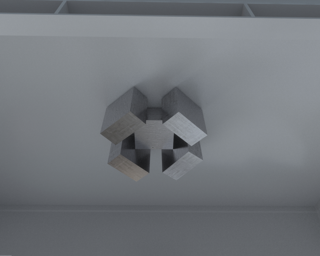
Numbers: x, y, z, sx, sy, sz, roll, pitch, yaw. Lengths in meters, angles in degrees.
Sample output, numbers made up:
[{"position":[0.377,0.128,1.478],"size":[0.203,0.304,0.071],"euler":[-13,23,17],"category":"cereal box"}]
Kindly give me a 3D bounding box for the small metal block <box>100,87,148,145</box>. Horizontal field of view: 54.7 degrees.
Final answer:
[{"position":[-0.043,-0.015,0.377],"size":[0.050,0.050,0.025],"euler":[-34,122,26],"category":"small metal block"}]

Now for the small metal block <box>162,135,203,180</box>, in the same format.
[{"position":[0.028,0.034,0.418],"size":[0.025,0.050,0.050],"euler":[33,122,-26],"category":"small metal block"}]

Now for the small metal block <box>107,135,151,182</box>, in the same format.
[{"position":[-0.040,0.036,0.421],"size":[0.025,0.050,0.050],"euler":[-37,121,28],"category":"small metal block"}]

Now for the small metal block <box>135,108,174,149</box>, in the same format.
[{"position":[-0.007,0.001,0.407],"size":[0.050,0.025,0.050],"euler":[0,130,-1],"category":"small metal block"}]

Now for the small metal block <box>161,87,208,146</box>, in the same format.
[{"position":[0.029,-0.014,0.378],"size":[0.025,0.050,0.050],"euler":[-38,122,26],"category":"small metal block"}]
